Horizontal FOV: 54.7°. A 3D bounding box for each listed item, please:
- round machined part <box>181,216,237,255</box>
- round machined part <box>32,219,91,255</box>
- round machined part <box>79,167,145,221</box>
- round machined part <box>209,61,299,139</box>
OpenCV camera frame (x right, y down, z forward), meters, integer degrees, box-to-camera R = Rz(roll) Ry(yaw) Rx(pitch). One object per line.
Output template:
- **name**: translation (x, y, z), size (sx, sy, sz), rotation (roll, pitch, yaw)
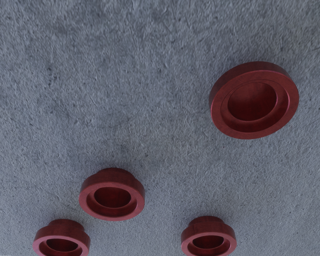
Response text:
- **round machined part**: translation (0.087, 0.197, 0.564), size (0.099, 0.042, 0.097), rotation (0, 130, 0)
- **round machined part**: translation (-0.176, 0.203, 0.567), size (0.099, 0.042, 0.097), rotation (0, 130, 0)
- **round machined part**: translation (-0.072, 0.099, 0.479), size (0.099, 0.042, 0.097), rotation (0, 130, 0)
- **round machined part**: translation (0.107, -0.036, 0.366), size (0.099, 0.042, 0.097), rotation (0, 130, 0)
